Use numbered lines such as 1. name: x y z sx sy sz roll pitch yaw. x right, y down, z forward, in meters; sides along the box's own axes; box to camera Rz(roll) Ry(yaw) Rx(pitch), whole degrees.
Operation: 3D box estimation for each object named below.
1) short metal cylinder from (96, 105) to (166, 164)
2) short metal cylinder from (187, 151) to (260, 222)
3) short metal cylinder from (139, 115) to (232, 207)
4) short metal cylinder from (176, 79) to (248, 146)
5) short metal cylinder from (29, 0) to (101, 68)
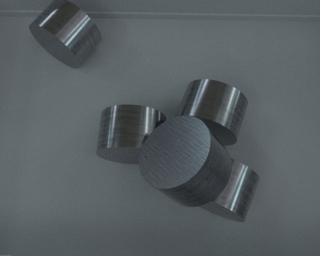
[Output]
1. short metal cylinder: -0.034 0.010 0.376 0.081 0.080 0.050 3 70 1
2. short metal cylinder: 0.067 0.067 0.357 0.080 0.080 0.050 24 72 8
3. short metal cylinder: 0.026 0.034 0.318 0.080 0.050 0.080 -21 48 25
4. short metal cylinder: 0.064 -0.018 0.388 0.080 0.080 0.050 20 71 6
5. short metal cylinder: -0.129 -0.129 0.426 0.080 0.080 0.050 31 73 10
